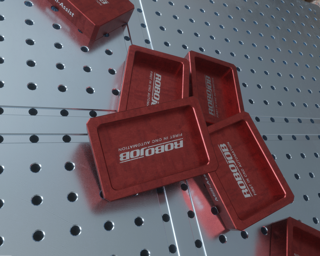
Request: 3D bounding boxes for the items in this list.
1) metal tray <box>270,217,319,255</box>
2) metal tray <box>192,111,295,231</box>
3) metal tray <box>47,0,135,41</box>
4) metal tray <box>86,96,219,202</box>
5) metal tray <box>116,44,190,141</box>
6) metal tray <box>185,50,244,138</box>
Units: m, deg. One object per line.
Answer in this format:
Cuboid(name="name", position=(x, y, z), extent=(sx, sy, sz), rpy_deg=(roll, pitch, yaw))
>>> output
Cuboid(name="metal tray", position=(0.206, 0.183, 0.402), extent=(0.131, 0.030, 0.090), rpy_deg=(27, 52, -11))
Cuboid(name="metal tray", position=(0.101, 0.053, 0.401), extent=(0.091, 0.030, 0.130), rpy_deg=(-22, 79, -17))
Cuboid(name="metal tray", position=(-0.115, -0.200, 0.465), extent=(0.130, 0.030, 0.090), rpy_deg=(43, 51, 1))
Cuboid(name="metal tray", position=(-0.009, 0.022, 0.351), extent=(0.131, 0.030, 0.090), rpy_deg=(-13, 81, -16))
Cuboid(name="metal tray", position=(-0.008, -0.048, 0.421), extent=(0.091, 0.030, 0.130), rpy_deg=(12, 56, -12))
Cuboid(name="metal tray", position=(0.081, -0.052, 0.479), extent=(0.091, 0.030, 0.130), rpy_deg=(12, 57, -21))
